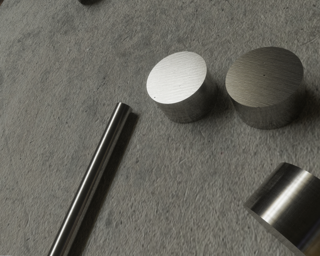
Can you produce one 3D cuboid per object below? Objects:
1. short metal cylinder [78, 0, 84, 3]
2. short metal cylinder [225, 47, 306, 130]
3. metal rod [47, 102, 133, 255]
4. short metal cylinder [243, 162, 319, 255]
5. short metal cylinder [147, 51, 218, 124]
[{"bbox_3d":[-0.176,-0.314,0.654,0.050,0.080,0.080,-37,51,4],"label":"short metal cylinder"},{"bbox_3d":[0.121,-0.045,0.352,0.080,0.050,0.080,-13,56,21],"label":"short metal cylinder"},{"bbox_3d":[-0.102,0.100,0.395,0.025,0.025,0.300,8,65,31],"label":"metal rod"},{"bbox_3d":[0.118,0.074,0.261,0.050,0.080,0.080,-47,51,-4],"label":"short metal cylinder"},{"bbox_3d":[0.030,-0.052,0.404,0.080,0.050,0.080,-13,56,21],"label":"short metal cylinder"}]
